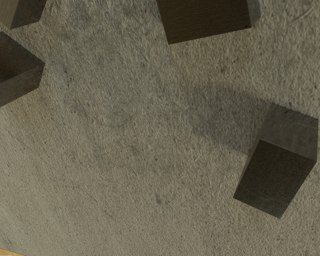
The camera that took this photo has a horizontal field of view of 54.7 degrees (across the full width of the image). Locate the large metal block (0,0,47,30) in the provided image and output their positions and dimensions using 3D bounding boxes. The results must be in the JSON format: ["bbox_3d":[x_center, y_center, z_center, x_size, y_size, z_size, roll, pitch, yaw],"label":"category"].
[{"bbox_3d":[-0.183,-0.182,0.375,0.080,0.050,0.080,42,129,-1],"label":"large metal block"}]

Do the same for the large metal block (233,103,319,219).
[{"bbox_3d":[0.122,0.032,0.326,0.050,0.080,0.079,23,127,14],"label":"large metal block"}]

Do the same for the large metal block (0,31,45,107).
[{"bbox_3d":[-0.228,-0.084,0.440,0.080,0.080,0.050,37,129,3],"label":"large metal block"}]

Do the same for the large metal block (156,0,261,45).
[{"bbox_3d":[0.043,-0.130,0.288,0.080,0.050,0.080,-3,117,30],"label":"large metal block"}]
